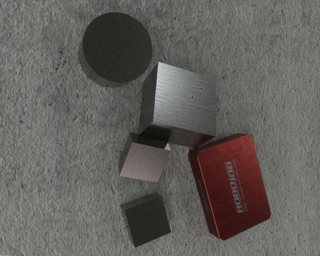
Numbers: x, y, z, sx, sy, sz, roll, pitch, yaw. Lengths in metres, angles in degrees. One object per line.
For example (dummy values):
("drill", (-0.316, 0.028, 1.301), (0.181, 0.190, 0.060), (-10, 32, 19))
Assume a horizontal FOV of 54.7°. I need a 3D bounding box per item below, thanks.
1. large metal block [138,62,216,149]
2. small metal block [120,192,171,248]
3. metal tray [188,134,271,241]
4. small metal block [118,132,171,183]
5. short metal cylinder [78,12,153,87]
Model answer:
("large metal block", (0.022, -0.026, 0.390), (0.081, 0.050, 0.080), (13, 65, -20))
("small metal block", (-0.019, 0.118, 0.402), (0.050, 0.025, 0.050), (-17, 96, -19))
("metal tray", (0.101, 0.082, 0.444), (0.091, 0.030, 0.129), (-18, 96, -19))
("small metal block", (-0.020, 0.037, 0.391), (0.050, 0.025, 0.050), (14, 114, -20))
("short metal cylinder", (-0.055, -0.092, 0.375), (0.081, 0.050, 0.079), (0, 90, -20))
